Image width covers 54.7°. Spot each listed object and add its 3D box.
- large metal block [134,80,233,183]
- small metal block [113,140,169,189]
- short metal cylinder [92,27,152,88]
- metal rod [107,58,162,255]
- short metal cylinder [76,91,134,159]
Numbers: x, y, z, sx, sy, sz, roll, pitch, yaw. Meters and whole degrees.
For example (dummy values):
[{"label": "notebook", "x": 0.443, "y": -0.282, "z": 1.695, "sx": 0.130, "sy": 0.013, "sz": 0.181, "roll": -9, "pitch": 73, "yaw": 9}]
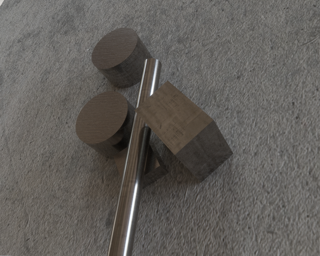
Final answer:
[{"label": "large metal block", "x": 0.028, "y": 0.005, "z": 0.351, "sx": 0.050, "sy": 0.080, "sz": 0.080, "roll": -43, "pitch": 51, "yaw": -1}, {"label": "small metal block", "x": -0.025, "y": 0.046, "z": 0.389, "sx": 0.050, "sy": 0.025, "sz": 0.050, "roll": -33, "pitch": 52, "yaw": 6}, {"label": "short metal cylinder", "x": -0.059, "y": -0.110, "z": 0.486, "sx": 0.080, "sy": 0.050, "sz": 0.080, "roll": -13, "pitch": 56, "yaw": 21}, {"label": "metal rod", "x": -0.029, "y": 0.042, "z": 0.360, "sx": 0.025, "sy": 0.025, "sz": 0.299, "roll": -6, "pitch": 59, "yaw": 25}, {"label": "short metal cylinder", "x": -0.067, "y": -0.004, "z": 0.425, "sx": 0.080, "sy": 0.050, "sz": 0.080, "roll": -13, "pitch": 56, "yaw": 21}]
